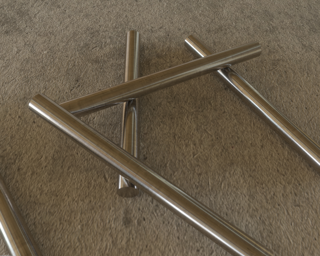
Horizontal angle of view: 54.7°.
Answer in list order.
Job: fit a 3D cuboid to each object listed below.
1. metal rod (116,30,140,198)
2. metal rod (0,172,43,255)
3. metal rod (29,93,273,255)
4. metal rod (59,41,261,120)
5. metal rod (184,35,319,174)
[{"bbox_3d":[-0.041,-0.043,0.439,0.025,0.025,0.300,-2,50,-1],"label":"metal rod"},{"bbox_3d":[-0.196,0.056,0.354,0.025,0.025,0.300,-31,57,-23],"label":"metal rod"},{"bbox_3d":[-0.021,0.049,0.330,0.300,0.025,0.025,33,57,13],"label":"metal rod"},{"bbox_3d":[0.011,-0.069,0.427,0.302,0.025,0.025,-21,53,-17],"label":"metal rod"},{"bbox_3d":[0.127,-0.048,0.444,0.025,0.025,0.300,-24,54,-19],"label":"metal rod"}]
